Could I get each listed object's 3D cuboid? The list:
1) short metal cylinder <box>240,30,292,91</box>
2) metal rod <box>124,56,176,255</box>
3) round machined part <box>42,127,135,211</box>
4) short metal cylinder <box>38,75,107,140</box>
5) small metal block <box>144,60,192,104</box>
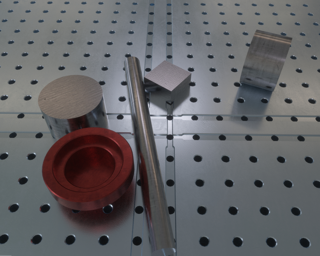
[{"bbox_3d":[0.155,-0.099,0.456,0.050,0.080,0.080,19,53,15],"label":"short metal cylinder"},{"bbox_3d":[-0.021,0.009,0.399,0.025,0.025,0.300,-7,50,-6],"label":"metal rod"},{"bbox_3d":[-0.078,0.049,0.355,0.099,0.042,0.098,0,50,0],"label":"round machined part"},{"bbox_3d":[-0.113,-0.025,0.412,0.081,0.050,0.080,0,50,0],"label":"short metal cylinder"},{"bbox_3d":[0.012,-0.070,0.467,0.050,0.025,0.050,31,56,23],"label":"small metal block"}]
